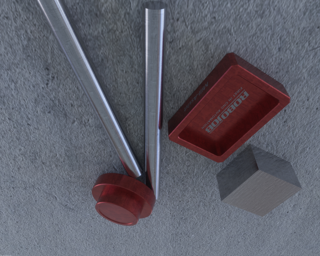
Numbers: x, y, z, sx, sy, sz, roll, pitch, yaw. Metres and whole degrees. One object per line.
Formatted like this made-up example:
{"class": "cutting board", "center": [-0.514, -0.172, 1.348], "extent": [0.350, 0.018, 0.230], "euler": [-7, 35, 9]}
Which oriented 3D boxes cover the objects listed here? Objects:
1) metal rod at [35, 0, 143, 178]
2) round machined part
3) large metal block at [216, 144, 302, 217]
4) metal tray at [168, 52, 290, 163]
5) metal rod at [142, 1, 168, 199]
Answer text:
{"class": "metal rod", "center": [-0.077, -0.044, 0.368], "extent": [0.025, 0.025, 0.299], "euler": [-12, 130, 10]}
{"class": "round machined part", "center": [-0.059, 0.115, 0.475], "extent": [0.098, 0.042, 0.097], "euler": [12, 139, 11]}
{"class": "large metal block", "center": [0.144, 0.080, 0.461], "extent": [0.080, 0.050, 0.080], "euler": [24, 126, -20]}
{"class": "metal tray", "center": [0.081, -0.019, 0.389], "extent": [0.090, 0.030, 0.129], "euler": [26, 125, -21]}
{"class": "metal rod", "center": [-0.009, -0.007, 0.400], "extent": [0.025, 0.025, 0.298], "euler": [1, 130, -1]}
